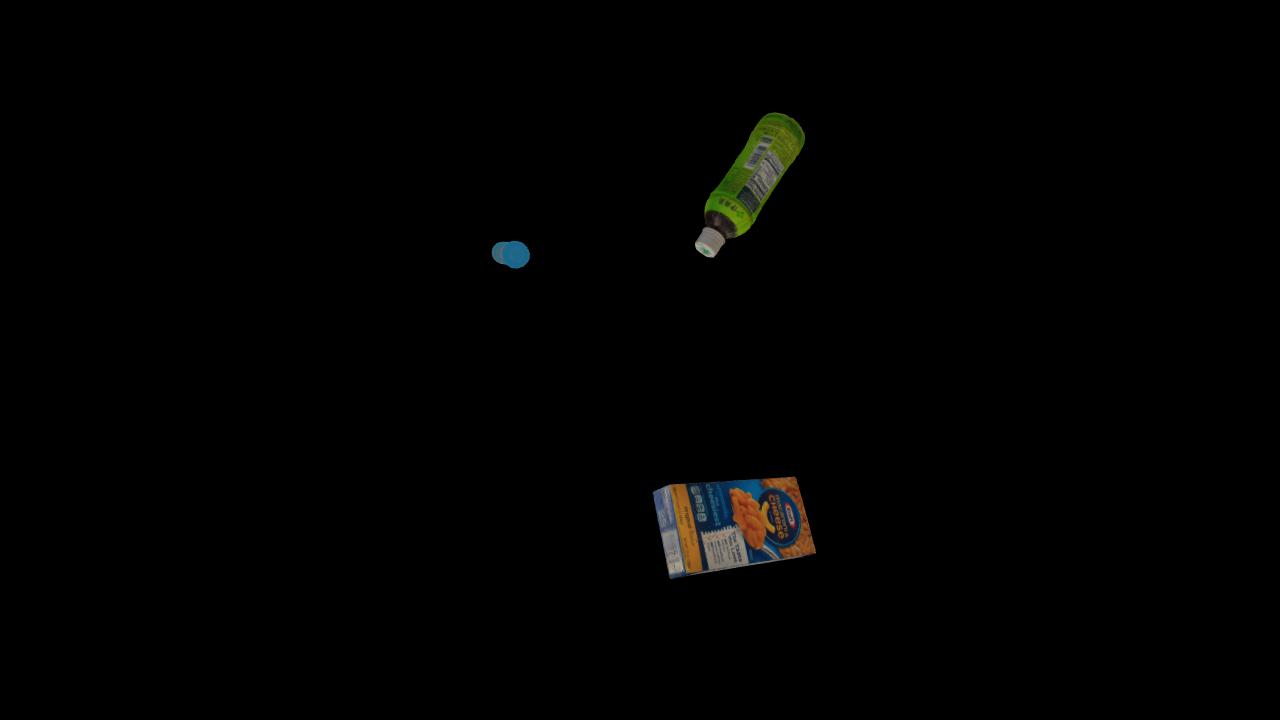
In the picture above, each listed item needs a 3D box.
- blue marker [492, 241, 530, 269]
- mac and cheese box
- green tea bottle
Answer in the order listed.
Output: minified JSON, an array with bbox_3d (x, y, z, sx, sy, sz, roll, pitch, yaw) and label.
[{"bbox_3d":[-0.101,-0.081,0.472,0.020,0.020,0.121,0,10,-17],"label":"blue marker"},{"bbox_3d":[0.107,0.181,0.680,0.184,0.093,0.041,3,-27,-32],"label":"mac and cheese box"},{"bbox_3d":[0.137,-0.225,0.802,0.073,0.212,0.073,32,-16,10],"label":"green tea bottle"}]
